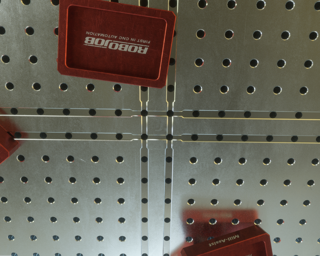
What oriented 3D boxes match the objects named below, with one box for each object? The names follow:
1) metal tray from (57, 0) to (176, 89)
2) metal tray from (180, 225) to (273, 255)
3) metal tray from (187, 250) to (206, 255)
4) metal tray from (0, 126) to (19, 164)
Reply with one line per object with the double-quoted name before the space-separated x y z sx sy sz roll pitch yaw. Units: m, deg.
"metal tray" -0.052 -0.102 0.372 0.131 0.030 0.089 8 110 -3
"metal tray" 0.104 0.209 0.464 0.131 0.030 0.090 -14 100 -10
"metal tray" 0.045 0.270 0.510 0.090 0.030 0.130 43 105 -14
"metal tray" -0.270 0.009 0.411 0.090 0.030 0.130 -37 106 12
